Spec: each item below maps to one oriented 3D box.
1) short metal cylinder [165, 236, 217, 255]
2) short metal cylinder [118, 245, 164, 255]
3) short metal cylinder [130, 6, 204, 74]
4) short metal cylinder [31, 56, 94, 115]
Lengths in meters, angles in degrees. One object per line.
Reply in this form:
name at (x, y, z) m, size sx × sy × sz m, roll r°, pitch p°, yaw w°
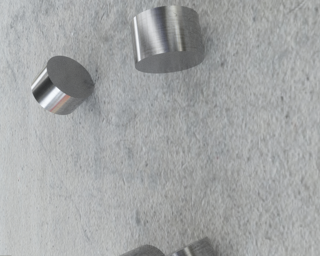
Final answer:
short metal cylinder at (0.028, 0.162, 0.344) m, size 0.080 × 0.081 × 0.050 m, roll -39°, pitch 67°, yaw 33°
short metal cylinder at (-0.027, 0.203, 0.409) m, size 0.080 × 0.050 × 0.079 m, roll 0°, pitch 90°, yaw 39°
short metal cylinder at (0.008, -0.099, 0.361) m, size 0.080 × 0.081 × 0.050 m, roll -11°, pitch 83°, yaw 39°
short metal cylinder at (-0.154, -0.067, 0.493) m, size 0.050 × 0.081 × 0.080 m, roll -36°, pitch 68°, yaw 34°
